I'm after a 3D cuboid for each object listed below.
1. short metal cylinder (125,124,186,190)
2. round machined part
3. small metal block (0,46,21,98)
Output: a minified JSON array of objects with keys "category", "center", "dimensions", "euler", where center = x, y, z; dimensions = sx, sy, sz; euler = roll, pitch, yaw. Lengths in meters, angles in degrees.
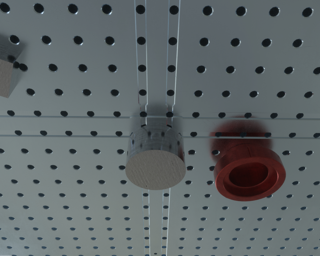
[{"category":"short metal cylinder","center":[-0.006,0.041,0.430],"dimensions":[0.081,0.050,0.079],"euler":[0,130,0]},{"category":"round machined part","center":[0.128,0.061,0.454],"dimensions":[0.099,0.042,0.097],"euler":[0,130,0]},{"category":"small metal block","center":[-0.192,-0.068,0.352],"dimensions":[0.050,0.025,0.050],"euler":[18,128,-15]}]
